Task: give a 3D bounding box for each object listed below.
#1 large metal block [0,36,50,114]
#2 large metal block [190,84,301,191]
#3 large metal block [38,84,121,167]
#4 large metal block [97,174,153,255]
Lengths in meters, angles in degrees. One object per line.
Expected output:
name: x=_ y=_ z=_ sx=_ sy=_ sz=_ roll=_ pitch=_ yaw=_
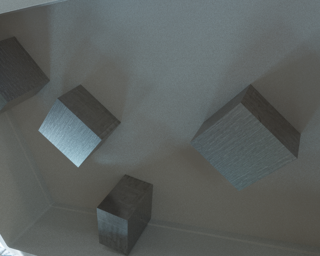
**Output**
large metal block: x=-0.224 y=-0.075 z=0.445 sx=0.050 sy=0.080 sz=0.080 roll=-29 pitch=103 yaw=37
large metal block: x=0.096 y=0.012 z=0.350 sx=0.080 sy=0.050 sz=0.080 roll=44 pitch=129 yaw=-3
large metal block: x=-0.118 y=-0.002 z=0.454 sx=0.080 sy=0.050 sz=0.080 roll=44 pitch=129 yaw=-2
large metal block: x=-0.053 y=0.134 z=0.484 sx=0.050 sy=0.080 sz=0.079 roll=17 pitch=125 yaw=19
